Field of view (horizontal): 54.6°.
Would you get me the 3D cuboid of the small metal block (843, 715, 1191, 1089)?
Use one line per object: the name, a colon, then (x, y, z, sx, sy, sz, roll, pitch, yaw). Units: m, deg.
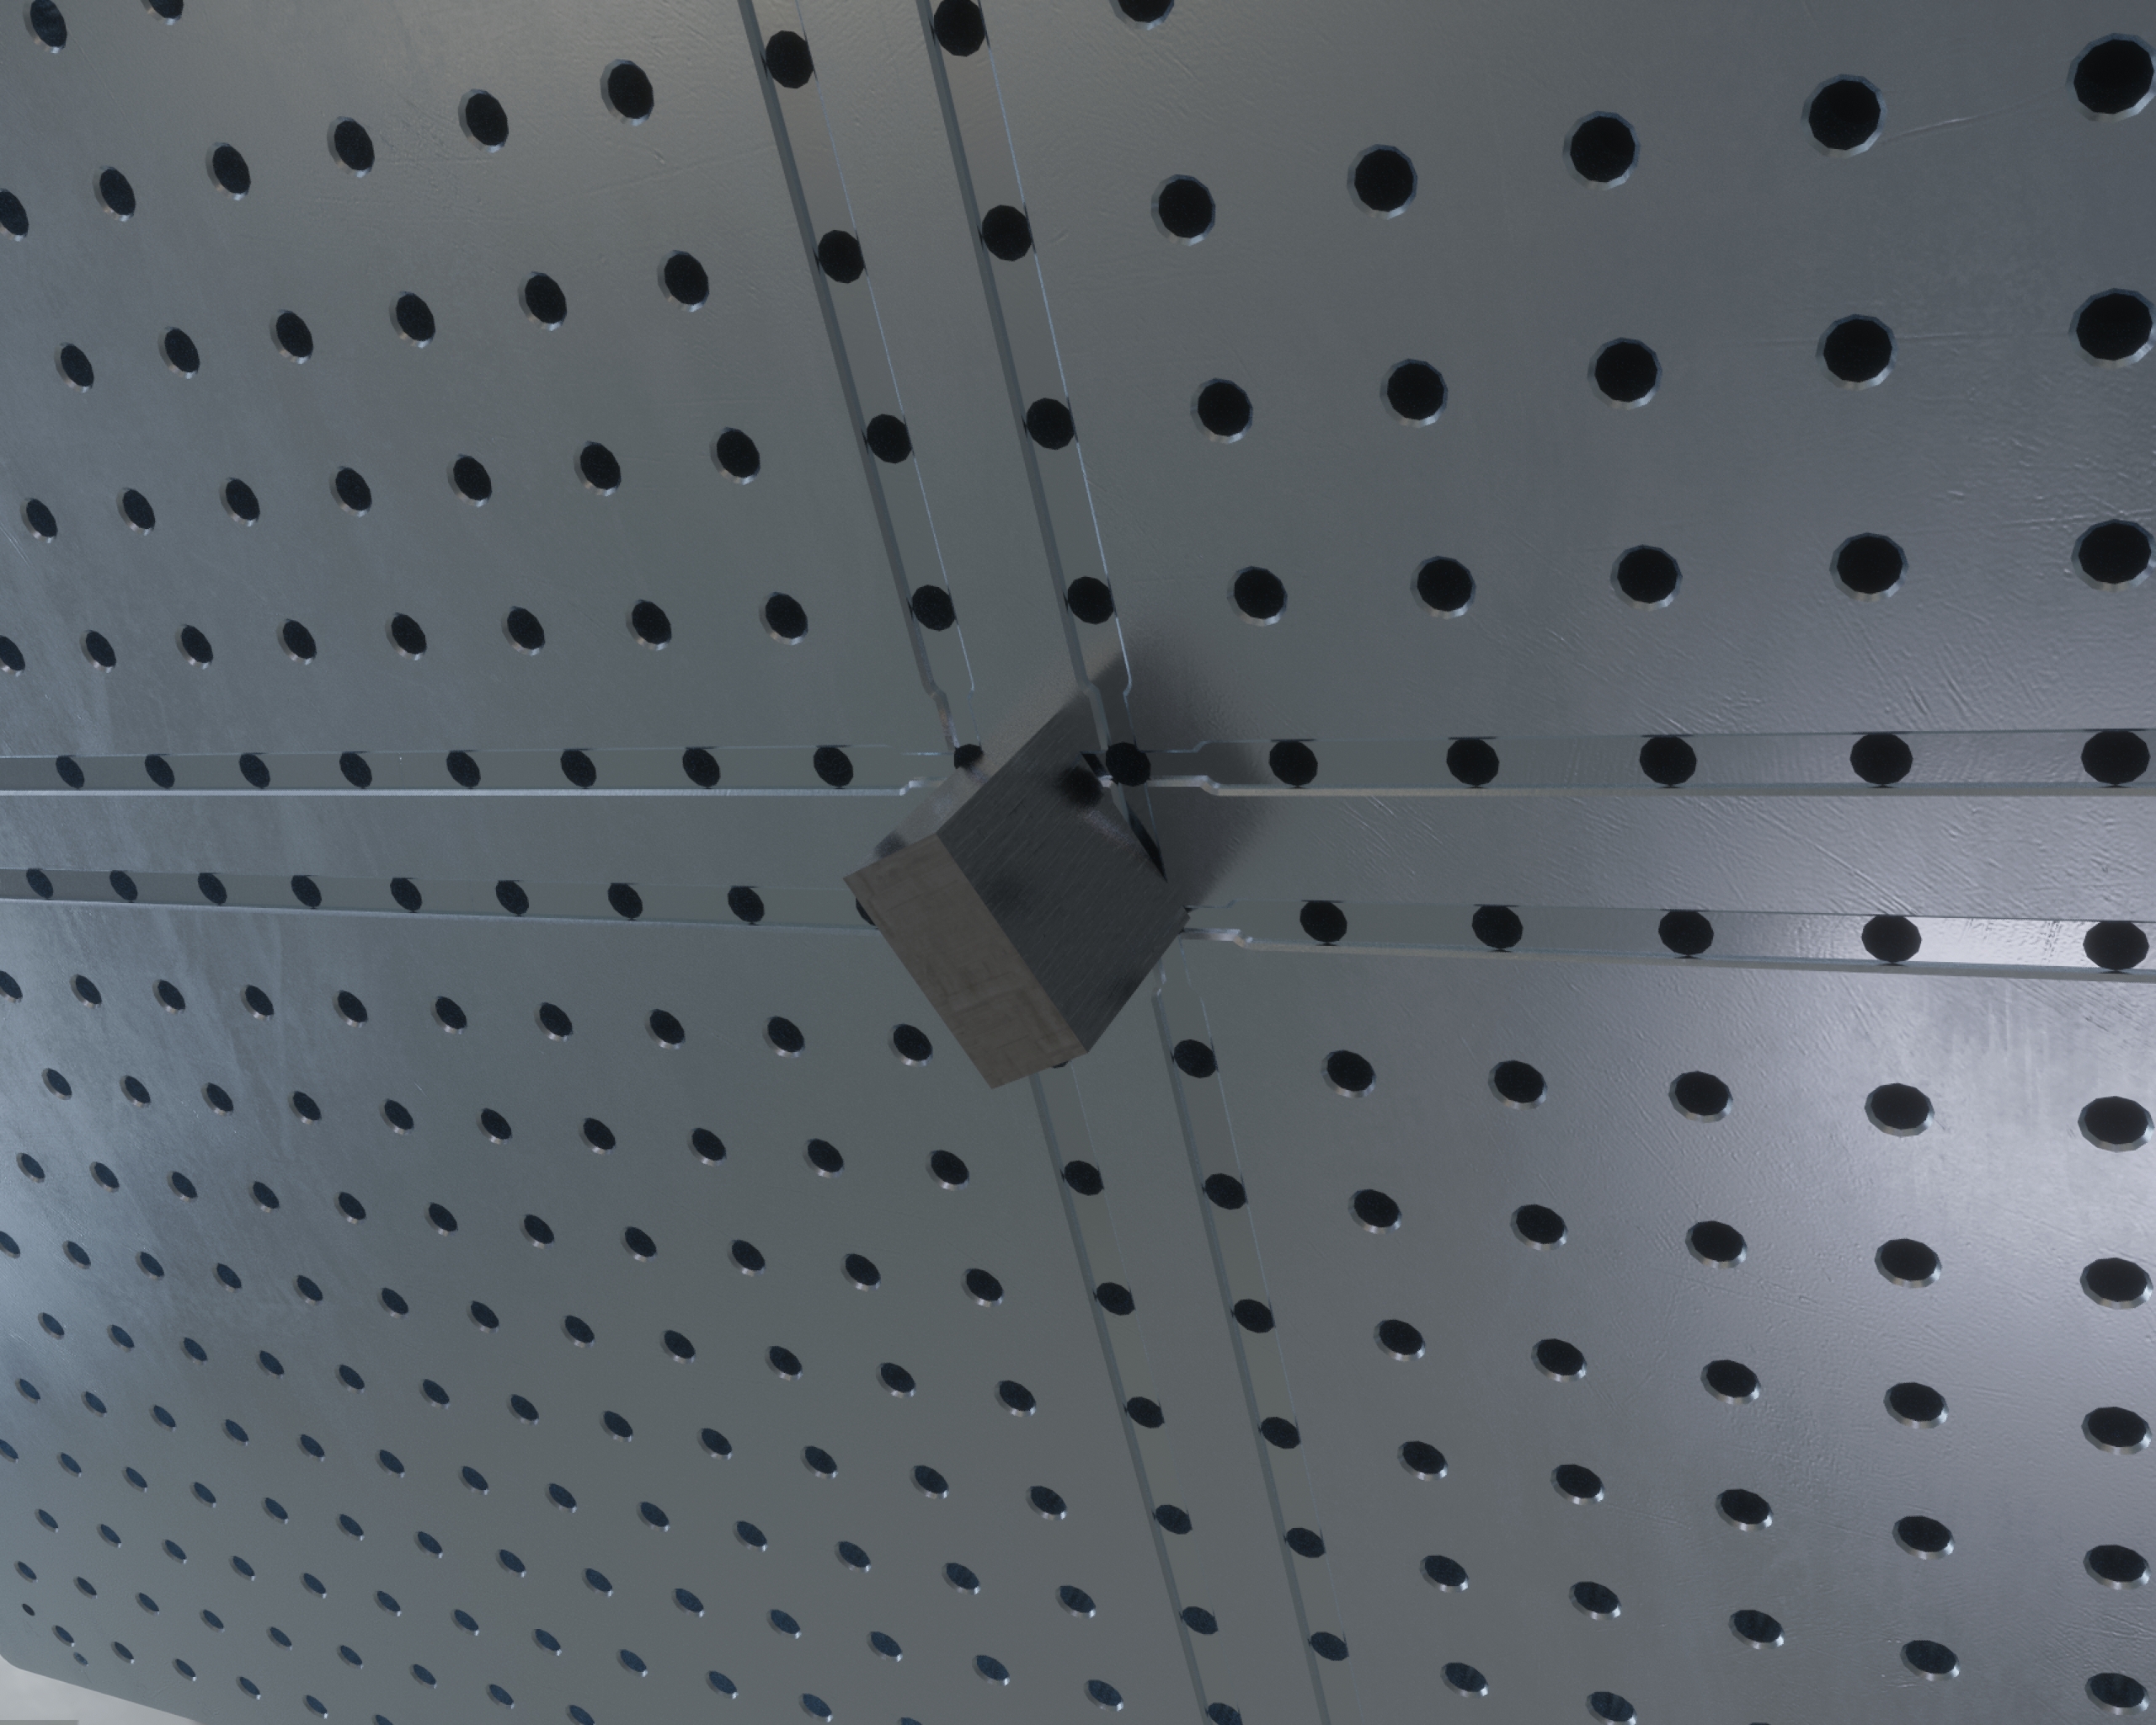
small metal block: (-0.010, 0.007, 0.406, 0.025, 0.050, 0.050, -25, 105, 37)
